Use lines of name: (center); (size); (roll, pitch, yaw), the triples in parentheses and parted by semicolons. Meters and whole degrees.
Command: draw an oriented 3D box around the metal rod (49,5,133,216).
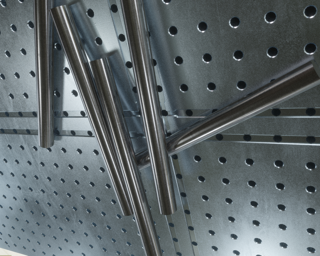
metal rod: (-0.085, -0.012, 0.426); (0.025, 0.025, 0.298); (-6, 109, 30)

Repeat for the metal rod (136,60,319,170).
metal rod: (0.048, 0.005, 0.387); (0.299, 0.025, 0.025); (-30, 102, 37)

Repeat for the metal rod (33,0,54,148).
metal rod: (-0.163, -0.091, 0.438); (0.025, 0.025, 0.298); (24, 127, 13)

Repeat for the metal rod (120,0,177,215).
metal rod: (-0.012, -0.026, 0.377); (0.025, 0.025, 0.298); (1, 112, 27)

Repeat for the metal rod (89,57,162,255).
metal rod: (-0.043, 0.052, 0.432); (0.025, 0.025, 0.298); (-6, 106, 30)
